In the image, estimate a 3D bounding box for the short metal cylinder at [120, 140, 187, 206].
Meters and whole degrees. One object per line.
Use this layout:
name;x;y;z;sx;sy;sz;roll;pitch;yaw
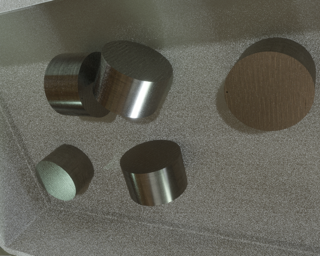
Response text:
short metal cylinder;-0.007;0.057;0.411;0.080;0.080;0.050;1;119;27

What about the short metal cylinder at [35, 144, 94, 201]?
short metal cylinder;-0.159;0.074;0.520;0.080;0.050;0.079;13;124;20

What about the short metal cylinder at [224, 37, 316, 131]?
short metal cylinder;0.110;-0.044;0.307;0.080;0.050;0.079;13;124;20

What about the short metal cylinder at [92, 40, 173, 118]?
short metal cylinder;-0.032;-0.057;0.354;0.080;0.080;0.050;31;128;8

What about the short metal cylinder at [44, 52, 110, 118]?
short metal cylinder;-0.096;-0.054;0.389;0.050;0.080;0.079;4;120;26
